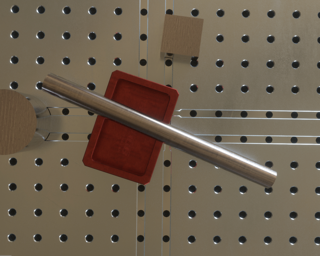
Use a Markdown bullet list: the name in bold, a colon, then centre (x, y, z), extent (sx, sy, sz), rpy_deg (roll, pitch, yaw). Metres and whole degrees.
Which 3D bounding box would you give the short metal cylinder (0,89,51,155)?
- **short metal cylinder**: centre (-0.189, -0.007, 0.398), extent (0.081, 0.050, 0.079), rpy_deg (0, 90, -1)

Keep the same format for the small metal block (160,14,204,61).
- **small metal block**: centre (0.029, -0.120, 0.414), extent (0.050, 0.025, 0.050), rpy_deg (7, 90, -1)

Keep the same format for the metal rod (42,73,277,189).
- **metal rod**: centre (0.000, 0.004, 0.382), extent (0.301, 0.025, 0.025), rpy_deg (23, 90, -1)

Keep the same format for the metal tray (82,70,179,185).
- **metal tray**: centre (-0.037, -0.001, 0.410), extent (0.090, 0.030, 0.129), rpy_deg (18, 90, -1)
